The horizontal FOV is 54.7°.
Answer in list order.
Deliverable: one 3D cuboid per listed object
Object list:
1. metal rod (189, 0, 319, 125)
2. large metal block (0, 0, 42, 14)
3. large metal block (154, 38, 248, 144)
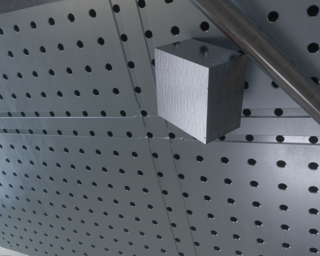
[{"bbox_3d":[0.089,-0.079,0.292,0.300,0.025,0.025,40,130,-9],"label":"metal rod"},{"bbox_3d":[-0.188,-0.185,0.360,0.080,0.080,0.050,47,129,-5],"label":"large metal block"},{"bbox_3d":[0.040,-0.042,0.326,0.080,0.050,0.079,34,137,44],"label":"large metal block"}]
